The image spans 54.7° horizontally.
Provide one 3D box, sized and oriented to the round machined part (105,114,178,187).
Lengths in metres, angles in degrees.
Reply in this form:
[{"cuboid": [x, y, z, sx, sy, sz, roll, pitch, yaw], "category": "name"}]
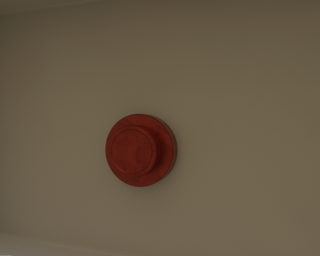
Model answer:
[{"cuboid": [-0.030, 0.030, 0.411, 0.098, 0.042, 0.097, 0, 90, 19], "category": "round machined part"}]
